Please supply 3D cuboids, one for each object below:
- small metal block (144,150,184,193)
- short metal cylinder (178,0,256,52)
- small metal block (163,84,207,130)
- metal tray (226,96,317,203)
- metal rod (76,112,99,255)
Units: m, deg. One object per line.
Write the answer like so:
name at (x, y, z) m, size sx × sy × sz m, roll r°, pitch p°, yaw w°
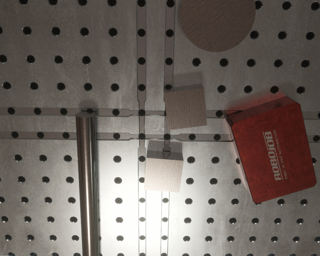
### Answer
small metal block at (0.005, 0.061, 0.436) m, size 0.050 × 0.025 × 0.050 m, roll 5°, pitch 110°, yaw -2°
short metal cylinder at (0.062, -0.130, 0.353) m, size 0.081 × 0.050 × 0.079 m, roll 0°, pitch 110°, yaw -1°
small metal block at (0.033, -0.028, 0.404) m, size 0.050 × 0.025 × 0.050 m, roll -7°, pitch 110°, yaw 2°
metal tray at (0.154, 0.032, 0.425) m, size 0.090 × 0.030 × 0.129 m, roll -19°, pitch 109°, yaw 6°
metal rod at (-0.104, 0.122, 0.456) m, size 0.025 × 0.025 × 0.298 m, roll 2°, pitch 110°, yaw -1°
